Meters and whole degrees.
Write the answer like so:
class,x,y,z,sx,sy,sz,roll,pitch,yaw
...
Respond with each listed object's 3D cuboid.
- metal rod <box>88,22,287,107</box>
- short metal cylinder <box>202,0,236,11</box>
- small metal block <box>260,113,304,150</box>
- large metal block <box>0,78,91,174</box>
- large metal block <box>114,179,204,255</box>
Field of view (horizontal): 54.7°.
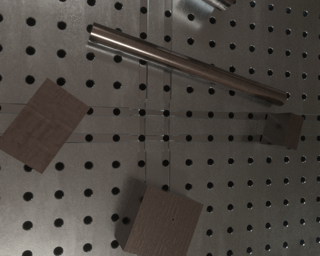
class,x,y,z,sx,sy,sz,roll,pitch,yaw
metal rod,0.052,-0.082,0.432,0.302,0.025,0.025,15,85,-20
short metal cylinder,0.082,-0.206,0.415,0.050,0.080,0.080,25,82,-19
small metal block,0.185,0.005,0.470,0.025,0.050,0.050,18,84,-20
large metal block,-0.126,-0.002,0.337,0.050,0.080,0.080,37,78,-17
large metal block,-0.002,0.120,0.400,0.080,0.050,0.080,23,82,-19
